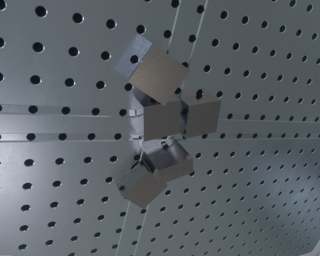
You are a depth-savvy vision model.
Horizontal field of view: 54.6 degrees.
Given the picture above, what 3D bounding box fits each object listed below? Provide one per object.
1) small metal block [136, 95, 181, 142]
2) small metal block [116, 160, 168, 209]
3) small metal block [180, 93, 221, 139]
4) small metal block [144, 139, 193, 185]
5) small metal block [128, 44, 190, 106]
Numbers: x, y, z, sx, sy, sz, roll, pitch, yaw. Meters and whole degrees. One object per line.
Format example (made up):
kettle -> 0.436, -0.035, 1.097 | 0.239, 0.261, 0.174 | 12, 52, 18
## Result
small metal block -> -0.002, -0.015, 0.400 | 0.050, 0.025, 0.050 | -13, 124, -22
small metal block -> -0.026, 0.083, 0.448 | 0.050, 0.025, 0.050 | -44, 129, 2
small metal block -> 0.053, -0.017, 0.429 | 0.050, 0.025, 0.050 | -11, 123, -23
small metal block -> 0.011, 0.046, 0.429 | 0.050, 0.050, 0.025 | -18, 126, -18
small metal block -> -0.002, -0.062, 0.359 | 0.050, 0.025, 0.050 | 33, 100, -13
